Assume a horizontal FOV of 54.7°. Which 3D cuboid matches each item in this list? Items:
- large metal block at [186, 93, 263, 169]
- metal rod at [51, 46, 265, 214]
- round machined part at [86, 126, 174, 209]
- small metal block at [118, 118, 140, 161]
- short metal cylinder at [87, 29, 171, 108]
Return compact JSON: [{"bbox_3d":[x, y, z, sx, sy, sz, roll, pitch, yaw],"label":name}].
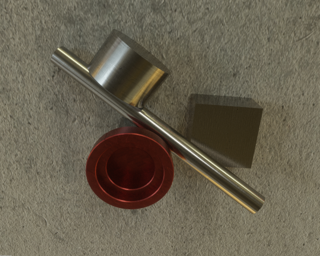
[{"bbox_3d":[0.078,0.003,0.400,0.081,0.050,0.079,4,110,-2],"label":"large metal block"},{"bbox_3d":[-0.004,0.001,0.372,0.301,0.025,0.025,37,106,2],"label":"metal rod"},{"bbox_3d":[-0.034,0.043,0.365,0.099,0.042,0.097,0,112,-1],"label":"round machined part"},{"bbox_3d":[-0.038,0.016,0.404,0.025,0.050,0.050,-2,110,0],"label":"small metal block"},{"bbox_3d":[-0.035,-0.068,0.356,0.080,0.080,0.050,36,106,-13],"label":"short metal cylinder"}]
